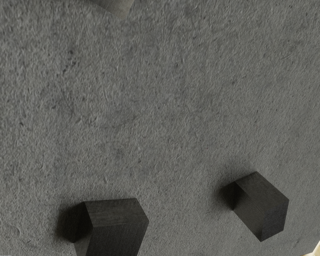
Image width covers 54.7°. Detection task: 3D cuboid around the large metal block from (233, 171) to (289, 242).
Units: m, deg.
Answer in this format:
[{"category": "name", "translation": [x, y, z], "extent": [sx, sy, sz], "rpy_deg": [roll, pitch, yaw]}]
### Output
[{"category": "large metal block", "translation": [0.177, 0.139, 0.553], "extent": [0.050, 0.080, 0.079], "rpy_deg": [-19, 126, -17]}]

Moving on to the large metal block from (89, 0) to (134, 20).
[{"category": "large metal block", "translation": [-0.064, -0.138, 0.251], "extent": [0.080, 0.080, 0.050], "rpy_deg": [21, 107, -36]}]

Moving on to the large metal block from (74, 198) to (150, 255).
[{"category": "large metal block", "translation": [-0.071, 0.150, 0.445], "extent": [0.081, 0.050, 0.079], "rpy_deg": [4, 116, -31]}]
